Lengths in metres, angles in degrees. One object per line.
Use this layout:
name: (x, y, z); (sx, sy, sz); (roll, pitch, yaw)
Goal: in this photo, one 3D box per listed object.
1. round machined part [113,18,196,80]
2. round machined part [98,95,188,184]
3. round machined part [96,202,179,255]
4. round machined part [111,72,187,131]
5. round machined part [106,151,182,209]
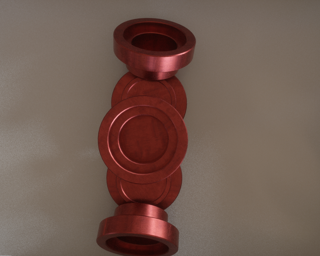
round machined part: (-0.008, -0.095, 0.383); (0.099, 0.098, 0.042); (7, 132, -1)
round machined part: (-0.018, 0.013, 0.358); (0.099, 0.042, 0.097); (0, 90, -1)
round machined part: (-0.026, 0.126, 0.383); (0.099, 0.097, 0.042); (6, 53, -1)
round machined part: (-0.014, -0.033, 0.401); (0.099, 0.042, 0.097); (0, 90, -1)
round machined part: (-0.020, 0.065, 0.401); (0.099, 0.042, 0.097); (0, 90, -1)
